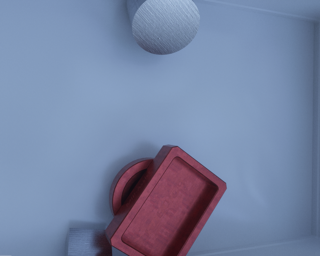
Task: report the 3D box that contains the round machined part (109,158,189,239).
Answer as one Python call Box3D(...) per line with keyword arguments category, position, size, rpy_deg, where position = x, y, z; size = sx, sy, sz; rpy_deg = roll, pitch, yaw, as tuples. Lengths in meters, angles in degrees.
Box3D(category="round machined part", position=(-0.017, 0.086, 0.396), size=(0.099, 0.042, 0.097), rpy_deg=(0, 90, -20))

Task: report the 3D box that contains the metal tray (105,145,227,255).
Box3D(category="metal tray", position=(0.009, 0.096, 0.367), size=(0.090, 0.030, 0.130), rpy_deg=(38, 78, -17))

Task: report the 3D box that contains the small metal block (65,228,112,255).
Box3D(category="small metal block", position=(-0.084, 0.148, 0.364), size=(0.050, 0.050, 0.025), rpy_deg=(11, 125, -20))

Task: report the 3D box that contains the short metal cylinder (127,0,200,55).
Box3D(category="short metal cylinder", position=(0.003, -0.137, 0.376), size=(0.081, 0.079, 0.050), rpy_deg=(3, 47, -20))
